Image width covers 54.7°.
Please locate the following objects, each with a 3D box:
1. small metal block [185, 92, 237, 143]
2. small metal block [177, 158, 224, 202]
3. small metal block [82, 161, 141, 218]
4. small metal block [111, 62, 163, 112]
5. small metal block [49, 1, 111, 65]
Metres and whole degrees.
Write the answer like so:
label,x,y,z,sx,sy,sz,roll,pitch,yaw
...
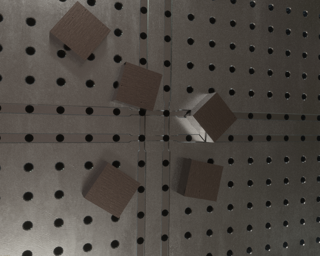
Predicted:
label,x,y,z,sx,sy,sz,roll,pitch,yaw
small metal block,0.073,-0.015,0.441,0.050,0.025,0.050,-44,104,-15
small metal block,0.056,0.072,0.435,0.050,0.025,0.050,14,85,-20
small metal block,-0.061,0.077,0.391,0.050,0.025,0.050,37,78,-17
small metal block,-0.030,-0.052,0.402,0.050,0.025,0.050,17,84,-20
small metal block,-0.097,-0.115,0.377,0.050,0.025,0.050,40,77,-16
